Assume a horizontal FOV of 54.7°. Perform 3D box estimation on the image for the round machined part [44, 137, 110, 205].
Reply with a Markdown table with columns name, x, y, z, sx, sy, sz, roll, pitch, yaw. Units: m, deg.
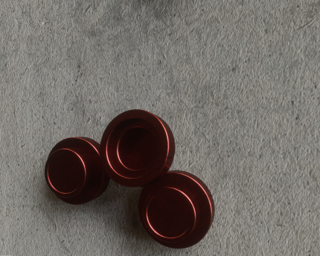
| name | x | y | z | sx | sy | sz | roll | pitch | yaw |
| --- | --- | --- | --- | --- | --- | --- | --- | --- | --- |
| round machined part | -0.124 | 0.062 | 0.444 | 0.098 | 0.042 | 0.097 | 0 | 90 | 20 |

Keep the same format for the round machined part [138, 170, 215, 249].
| name | x | y | z | sx | sy | sz | roll | pitch | yaw |
| --- | --- | --- | --- | --- | --- | --- | --- | --- | --- |
| round machined part | 0.017 | 0.105 | 0.394 | 0.098 | 0.042 | 0.097 | 0 | 90 | 20 |

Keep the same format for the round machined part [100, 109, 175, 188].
| name | x | y | z | sx | sy | sz | roll | pitch | yaw |
| --- | --- | --- | --- | --- | --- | --- | --- | --- | --- |
| round machined part | -0.025 | 0.028 | 0.403 | 0.098 | 0.042 | 0.098 | -5 | 79 | 24 |
